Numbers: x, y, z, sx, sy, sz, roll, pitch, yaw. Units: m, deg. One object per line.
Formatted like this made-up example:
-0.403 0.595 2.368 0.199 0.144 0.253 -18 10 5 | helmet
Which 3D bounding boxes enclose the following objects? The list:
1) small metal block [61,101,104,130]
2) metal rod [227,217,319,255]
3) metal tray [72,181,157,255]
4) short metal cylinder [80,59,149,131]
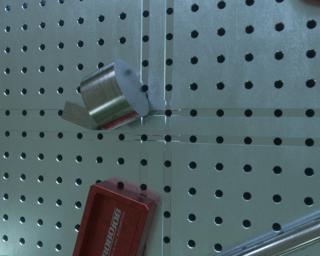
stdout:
-0.099 -0.017 0.433 0.050 0.050 0.025 20 97 18 | small metal block
0.084 0.172 0.382 0.300 0.025 0.025 -31 80 17 | metal rod
-0.066 0.150 0.432 0.090 0.030 0.129 17 96 18 | metal tray
-0.057 -0.042 0.402 0.050 0.080 0.080 -24 82 18 | short metal cylinder
